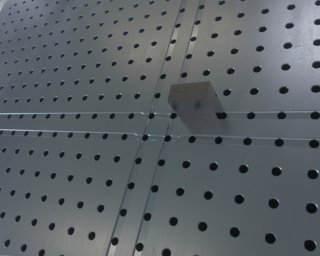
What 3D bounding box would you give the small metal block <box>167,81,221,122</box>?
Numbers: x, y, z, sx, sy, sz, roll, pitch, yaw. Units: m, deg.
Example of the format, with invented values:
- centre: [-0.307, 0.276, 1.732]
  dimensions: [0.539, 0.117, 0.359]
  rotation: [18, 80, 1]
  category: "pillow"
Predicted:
- centre: [0.044, -0.032, 0.389]
  dimensions: [0.050, 0.050, 0.025]
  rotation: [-2, 61, 27]
  category: "small metal block"
